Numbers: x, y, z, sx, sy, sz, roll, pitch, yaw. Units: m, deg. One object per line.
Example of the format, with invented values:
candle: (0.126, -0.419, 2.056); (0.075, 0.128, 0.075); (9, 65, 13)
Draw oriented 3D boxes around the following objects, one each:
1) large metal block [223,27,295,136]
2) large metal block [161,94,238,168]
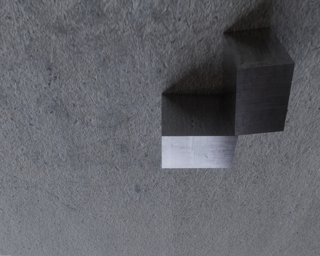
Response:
large metal block: (0.099, -0.050, 0.329); (0.050, 0.080, 0.080); (-6, 130, 5)
large metal block: (0.042, 0.002, 0.373); (0.081, 0.080, 0.050); (0, 130, 0)
